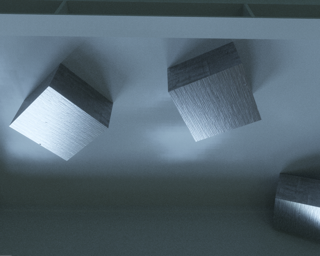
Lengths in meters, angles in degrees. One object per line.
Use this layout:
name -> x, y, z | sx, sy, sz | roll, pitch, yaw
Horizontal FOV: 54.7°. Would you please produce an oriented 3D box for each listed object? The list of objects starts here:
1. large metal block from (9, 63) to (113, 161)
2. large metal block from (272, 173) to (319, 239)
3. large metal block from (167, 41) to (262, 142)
large metal block -> -0.117, -0.017, 0.377 | 0.080, 0.050, 0.080 | -36, 122, 26
large metal block -> 0.222, 0.122, 0.481 | 0.080, 0.050, 0.080 | 8, 134, 23
large metal block -> 0.062, -0.040, 0.359 | 0.080, 0.050, 0.080 | -20, 128, 16
